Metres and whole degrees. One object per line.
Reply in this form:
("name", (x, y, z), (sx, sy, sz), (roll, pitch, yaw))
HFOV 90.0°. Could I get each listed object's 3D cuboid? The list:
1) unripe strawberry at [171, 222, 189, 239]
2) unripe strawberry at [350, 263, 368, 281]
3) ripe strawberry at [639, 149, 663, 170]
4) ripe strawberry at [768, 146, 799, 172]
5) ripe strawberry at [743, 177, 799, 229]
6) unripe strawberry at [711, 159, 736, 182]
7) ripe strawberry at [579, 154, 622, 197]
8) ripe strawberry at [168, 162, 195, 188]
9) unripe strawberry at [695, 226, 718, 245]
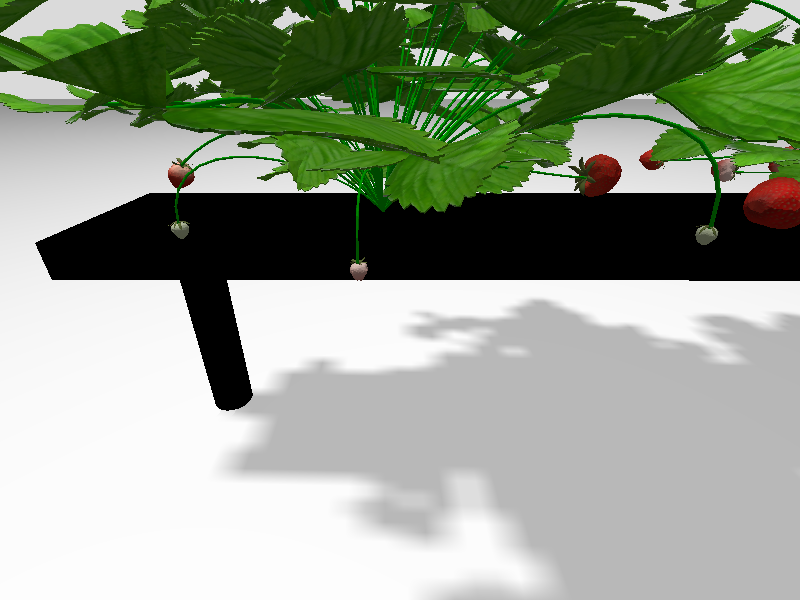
("unripe strawberry", (-0.153, -0.048, 0.279), (0.011, 0.011, 0.011), (-16, 32, -26))
("unripe strawberry", (-0.023, -0.016, 0.221), (0.010, 0.011, 0.011), (1, 28, 3))
("ripe strawberry", (0.329, -0.185, 0.524), (0.027, 0.028, 0.029), (-14, 31, -24))
("ripe strawberry", (0.466, -0.169, 0.484), (0.031, 0.035, 0.033), (5, 28, 10))
("ripe strawberry", (0.285, -0.074, 0.304), (0.042, 0.036, 0.042), (-9, 30, -15))
("unripe strawberry", (0.372, -0.150, 0.459), (0.022, 0.025, 0.024), (-14, 31, -23))
("ripe strawberry", (0.197, -0.121, 0.391), (0.039, 0.040, 0.035), (-6, 29, -12))
("ripe strawberry", (-0.237, -0.133, 0.432), (0.024, 0.028, 0.028), (38, 36, 2))
("unripe strawberry", (0.189, -0.040, 0.248), (0.011, 0.011, 0.011), (15, 32, 25))
